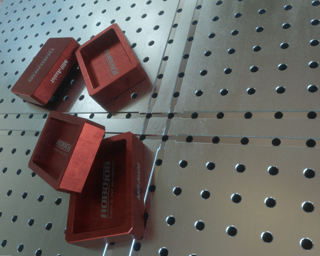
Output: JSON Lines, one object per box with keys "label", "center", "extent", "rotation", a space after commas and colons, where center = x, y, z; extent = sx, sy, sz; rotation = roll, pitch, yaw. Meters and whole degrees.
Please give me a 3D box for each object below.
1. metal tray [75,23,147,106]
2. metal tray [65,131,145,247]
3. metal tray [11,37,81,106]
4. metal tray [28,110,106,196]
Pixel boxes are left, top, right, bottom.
{"label": "metal tray", "center": [-0.085, -0.109, 0.514], "extent": [0.090, 0.030, 0.130], "rotation": [-32, 52, 7]}
{"label": "metal tray", "center": [-0.067, 0.075, 0.392], "extent": [0.090, 0.030, 0.130], "rotation": [-16, 55, 19]}
{"label": "metal tray", "center": [-0.207, -0.107, 0.568], "extent": [0.090, 0.030, 0.130], "rotation": [14, 68, 42]}
{"label": "metal tray", "center": [-0.130, 0.028, 0.416], "extent": [0.130, 0.030, 0.090], "rotation": [11, 79, 52]}
